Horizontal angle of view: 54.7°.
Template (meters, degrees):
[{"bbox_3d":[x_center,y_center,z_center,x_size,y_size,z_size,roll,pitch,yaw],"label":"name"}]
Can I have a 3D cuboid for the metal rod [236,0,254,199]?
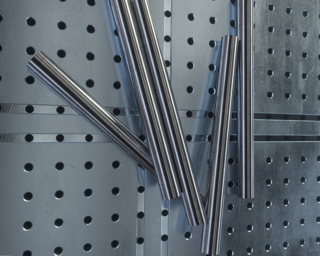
[{"bbox_3d":[0.126,-0.047,0.460,0.025,0.025,0.298,0,90,-20],"label":"metal rod"}]

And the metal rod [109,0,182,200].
[{"bbox_3d":[-0.024,-0.058,0.388,0.025,0.025,0.298,-15,89,-20],"label":"metal rod"}]

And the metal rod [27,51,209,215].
[{"bbox_3d":[-0.040,0.018,0.398,0.300,0.025,0.025,43,76,-15],"label":"metal rod"}]

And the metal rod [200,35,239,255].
[{"bbox_3d":[0.083,0.016,0.428,0.025,0.025,0.299,11,80,-20],"label":"metal rod"}]

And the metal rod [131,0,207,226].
[{"bbox_3d":[0.010,-0.023,0.401,0.025,0.025,0.298,-15,89,-20],"label":"metal rod"}]
